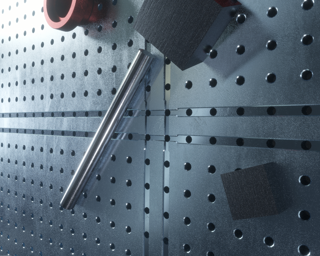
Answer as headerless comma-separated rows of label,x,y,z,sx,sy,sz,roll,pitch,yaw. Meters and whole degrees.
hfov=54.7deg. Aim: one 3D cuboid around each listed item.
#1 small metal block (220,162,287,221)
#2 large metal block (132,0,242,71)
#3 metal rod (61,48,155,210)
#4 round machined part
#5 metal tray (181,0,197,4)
small metal block,0.098,0.067,0.327,0.050,0.025,0.050,-22,76,37
large metal block,0.028,-0.125,0.345,0.080,0.050,0.079,43,130,11
metal rod,-0.089,0.015,0.480,0.025,0.025,0.298,46,117,30
round machined part,-0.150,-0.211,0.519,0.098,0.042,0.097,0,90,39
metal tray,0.050,-0.226,0.362,0.090,0.030,0.129,-10,84,39
